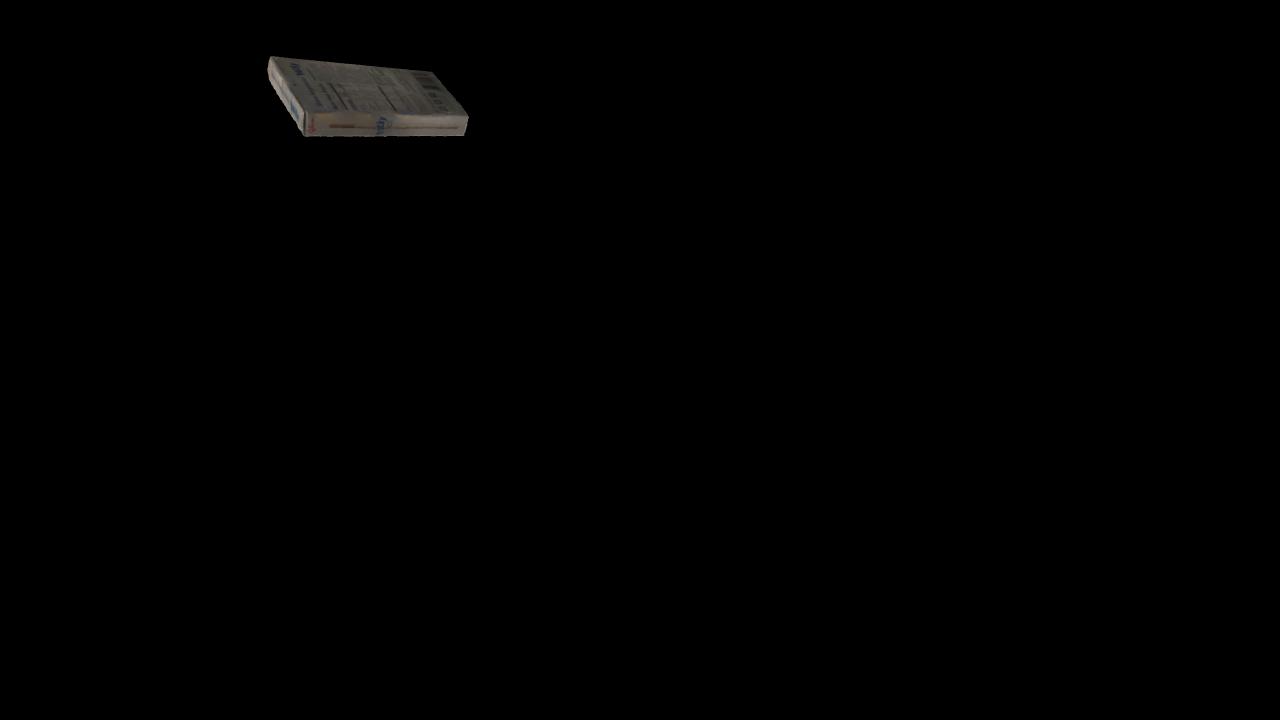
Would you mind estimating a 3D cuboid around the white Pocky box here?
[{"bbox_3d":[-0.249,-0.244,0.576,0.154,0.084,0.028,-18,-28,-42],"label":"white Pocky box"}]
